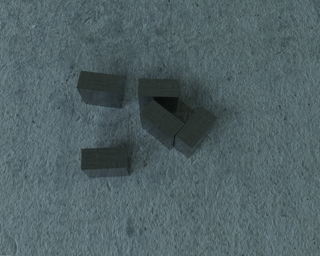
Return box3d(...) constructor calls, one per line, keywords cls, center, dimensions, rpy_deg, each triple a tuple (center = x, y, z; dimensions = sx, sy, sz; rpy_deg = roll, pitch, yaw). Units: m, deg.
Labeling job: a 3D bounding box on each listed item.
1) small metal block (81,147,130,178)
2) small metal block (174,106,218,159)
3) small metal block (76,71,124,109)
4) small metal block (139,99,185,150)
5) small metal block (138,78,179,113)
box3d(cls="small metal block", center=(-0.065, 0.043, 0.379), dimensions=(0.050, 0.050, 0.025), rpy_deg=(-3, 70, -1))
box3d(cls="small metal block", center=(0.044, 0.007, 0.393), dimensions=(0.025, 0.050, 0.050), rpy_deg=(38, 74, 12))
box3d(cls="small metal block", center=(-0.078, -0.050, 0.412), dimensions=(0.050, 0.050, 0.025), rpy_deg=(8, 70, 3))
box3d(cls="small metal block", center=(0.002, -0.003, 0.396), dimensions=(0.050, 0.050, 0.025), rpy_deg=(39, 75, 13))
box3d(cls="small metal block", center=(-0.002, -0.042, 0.410), dimensions=(0.050, 0.050, 0.025), rpy_deg=(1, 70, 0))
